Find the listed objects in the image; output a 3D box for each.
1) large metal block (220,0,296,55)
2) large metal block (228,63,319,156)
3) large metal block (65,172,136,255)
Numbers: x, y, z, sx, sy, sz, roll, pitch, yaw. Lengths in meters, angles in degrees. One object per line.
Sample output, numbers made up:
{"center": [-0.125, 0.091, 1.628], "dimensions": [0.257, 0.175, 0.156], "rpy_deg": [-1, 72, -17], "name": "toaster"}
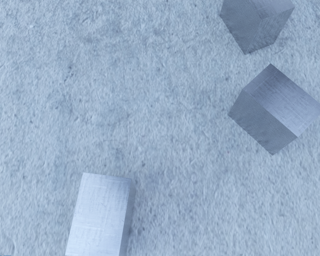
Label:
{"center": [0.133, -0.166, 0.441], "dimensions": [0.050, 0.080, 0.080], "rpy_deg": [-23, 72, -8], "name": "large metal block"}
{"center": [0.140, -0.020, 0.388], "dimensions": [0.050, 0.080, 0.080], "rpy_deg": [-42, 76, -14], "name": "large metal block"}
{"center": [-0.060, 0.099, 0.342], "dimensions": [0.050, 0.080, 0.080], "rpy_deg": [7, 70, 2], "name": "large metal block"}
